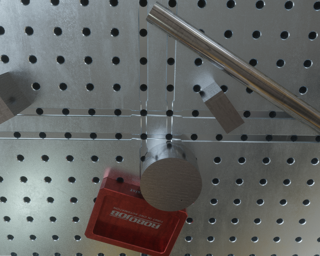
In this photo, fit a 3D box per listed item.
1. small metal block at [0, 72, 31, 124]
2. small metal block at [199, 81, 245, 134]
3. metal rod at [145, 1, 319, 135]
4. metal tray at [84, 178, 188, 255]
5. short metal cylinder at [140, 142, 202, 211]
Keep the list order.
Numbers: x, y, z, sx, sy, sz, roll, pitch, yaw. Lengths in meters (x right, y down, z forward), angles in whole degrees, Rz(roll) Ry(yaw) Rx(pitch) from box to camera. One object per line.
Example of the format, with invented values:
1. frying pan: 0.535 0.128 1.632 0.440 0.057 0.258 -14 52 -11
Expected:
1. small metal block: -0.195 -0.038 0.384 0.025 0.050 0.050 -27 108 9
2. small metal block: 0.077 -0.027 0.391 0.025 0.050 0.050 -35 107 12
3. metal rod: 0.117 -0.062 0.391 0.301 0.025 0.025 30 107 -11
4. metal tray: -0.035 0.135 0.460 0.131 0.030 0.089 18 109 -7
5. short metal cylinder: 0.014 0.066 0.424 0.081 0.050 0.079 0 110 0
